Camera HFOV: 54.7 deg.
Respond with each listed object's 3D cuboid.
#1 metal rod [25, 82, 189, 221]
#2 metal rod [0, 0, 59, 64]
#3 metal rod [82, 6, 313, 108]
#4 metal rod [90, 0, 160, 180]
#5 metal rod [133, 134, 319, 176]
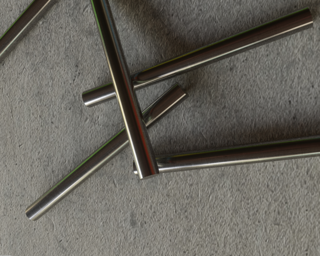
[{"bbox_3d":[-0.083,0.041,0.436,0.300,0.025,0.025,-39,78,15],"label":"metal rod"},{"bbox_3d":[-0.169,-0.196,0.466,0.300,0.025,0.025,-40,78,15],"label":"metal rod"},{"bbox_3d":[0.032,-0.083,0.396,0.301,0.025,0.025,-17,84,18],"label":"metal rod"},{"bbox_3d":[-0.055,-0.080,0.402,0.025,0.025,0.299,-23,74,18],"label":"metal rod"},{"bbox_3d":[0.109,0.030,0.370,0.301,0.025,0.025,-9,87,19],"label":"metal rod"}]
